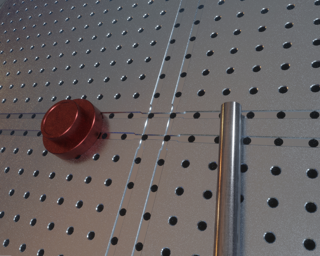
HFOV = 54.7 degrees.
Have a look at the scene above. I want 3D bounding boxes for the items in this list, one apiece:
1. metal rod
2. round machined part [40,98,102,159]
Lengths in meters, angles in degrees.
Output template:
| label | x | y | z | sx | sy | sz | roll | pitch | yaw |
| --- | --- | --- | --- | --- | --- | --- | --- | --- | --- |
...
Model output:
| label | x | y | z | sx | sy | sz | roll | pitch | yaw |
| --- | --- | --- | --- | --- | --- | --- | --- | --- | --- |
| metal rod | 0.067 | 0.105 | 0.308 | 0.025 | 0.025 | 0.300 | -6 | 59 | 25 |
| round machined part | -0.142 | -0.005 | 0.475 | 0.098 | 0.042 | 0.098 | -13 | 56 | 21 |
